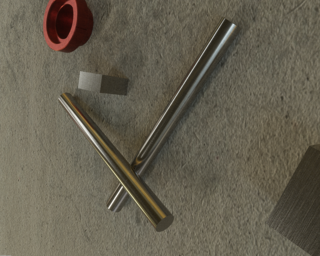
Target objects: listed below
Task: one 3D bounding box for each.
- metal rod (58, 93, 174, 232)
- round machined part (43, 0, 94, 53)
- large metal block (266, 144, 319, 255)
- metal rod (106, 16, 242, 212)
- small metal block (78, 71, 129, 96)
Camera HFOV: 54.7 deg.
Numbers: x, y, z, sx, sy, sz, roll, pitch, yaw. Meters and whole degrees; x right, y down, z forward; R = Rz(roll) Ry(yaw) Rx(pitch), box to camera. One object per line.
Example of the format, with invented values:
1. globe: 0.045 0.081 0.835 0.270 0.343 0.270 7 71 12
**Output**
1. metal rod: -0.079 0.028 0.442 0.300 0.025 0.025 43 116 39
2. round machined part: -0.148 -0.173 0.513 0.098 0.042 0.097 0 90 39
3. large metal block: 0.152 0.068 0.262 0.080 0.050 0.079 33 111 34
4. metal rod: 0.005 0.000 0.398 0.025 0.025 0.298 47 117 29
5. small metal block: -0.083 -0.065 0.455 0.050 0.050 0.025 15 100 38
